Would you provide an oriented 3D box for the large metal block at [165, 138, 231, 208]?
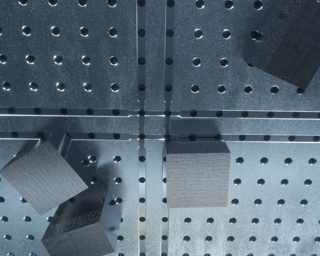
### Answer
[{"bbox_3d":[0.049,0.060,0.423,0.081,0.050,0.079,-1,110,0],"label":"large metal block"}]

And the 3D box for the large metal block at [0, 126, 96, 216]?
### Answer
[{"bbox_3d":[-0.148,0.058,0.419,0.080,0.050,0.080,-32,108,10],"label":"large metal block"}]

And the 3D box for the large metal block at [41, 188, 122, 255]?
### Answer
[{"bbox_3d":[-0.105,0.138,0.433,0.080,0.080,0.050,-19,109,6],"label":"large metal block"}]

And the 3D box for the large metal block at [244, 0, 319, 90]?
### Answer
[{"bbox_3d":[0.147,-0.098,0.350,0.050,0.080,0.079,22,108,-8],"label":"large metal block"}]
